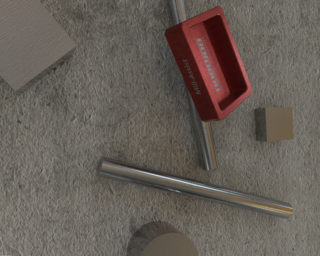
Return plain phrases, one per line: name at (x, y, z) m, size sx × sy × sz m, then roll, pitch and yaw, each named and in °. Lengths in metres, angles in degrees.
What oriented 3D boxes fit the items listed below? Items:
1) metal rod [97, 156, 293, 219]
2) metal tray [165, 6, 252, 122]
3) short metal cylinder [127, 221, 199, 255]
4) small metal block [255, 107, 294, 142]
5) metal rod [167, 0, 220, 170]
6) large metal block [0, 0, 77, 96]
metal rod at (0.062, 0.088, 0.433) m, size 0.302 × 0.025 × 0.025 m, roll 17°, pitch 84°, yaw -20°
metal tray at (0.069, -0.084, 0.410) m, size 0.091 × 0.030 × 0.129 m, roll -37°, pitch 109°, yaw -36°
short metal cylinder at (0.003, 0.167, 0.398) m, size 0.081 × 0.050 × 0.079 m, roll 0°, pitch 90°, yaw -21°
small metal block at (0.175, -0.006, 0.476) m, size 0.050 × 0.025 × 0.050 m, roll -4°, pitch 91°, yaw -20°
metal rod at (0.040, -0.090, 0.424) m, size 0.025 × 0.025 × 0.298 m, roll -14°, pitch 95°, yaw -20°
large metal block at (-0.152, -0.094, 0.340) m, size 0.080 × 0.050 × 0.080 m, roll -43°, pitch 104°, yaw -15°
